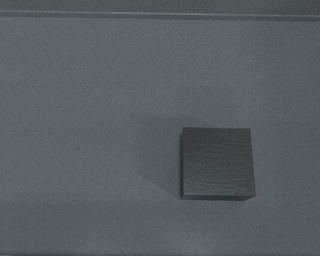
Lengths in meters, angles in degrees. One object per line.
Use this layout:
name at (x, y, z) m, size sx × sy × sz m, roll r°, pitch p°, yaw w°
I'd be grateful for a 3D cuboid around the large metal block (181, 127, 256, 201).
large metal block at (0.067, 0.046, 0.381) m, size 0.081 × 0.050 × 0.080 m, roll 1°, pitch 70°, yaw 0°
